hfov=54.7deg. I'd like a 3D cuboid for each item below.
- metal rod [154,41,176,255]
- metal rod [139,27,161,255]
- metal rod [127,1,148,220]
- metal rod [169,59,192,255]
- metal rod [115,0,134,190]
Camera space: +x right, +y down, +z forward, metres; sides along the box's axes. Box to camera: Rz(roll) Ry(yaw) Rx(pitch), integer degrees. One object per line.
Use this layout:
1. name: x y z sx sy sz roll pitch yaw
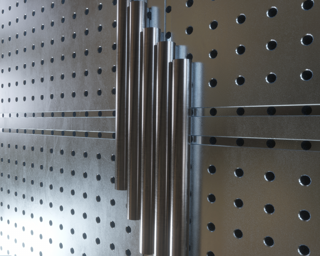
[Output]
1. metal rod: 0.006 0.040 0.402 0.025 0.025 0.298 1 91 39
2. metal rod: -0.013 0.018 0.417 0.025 0.025 0.298 1 91 39
3. metal rod: -0.032 -0.023 0.432 0.025 0.025 0.298 1 91 39
4. metal rod: 0.025 0.066 0.386 0.025 0.025 0.298 1 91 39
5. metal rod: -0.051 -0.061 0.449 0.025 0.025 0.298 1 91 39
